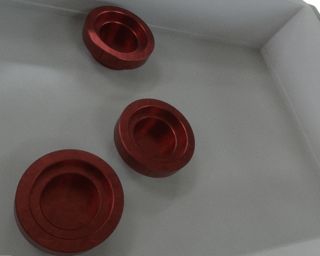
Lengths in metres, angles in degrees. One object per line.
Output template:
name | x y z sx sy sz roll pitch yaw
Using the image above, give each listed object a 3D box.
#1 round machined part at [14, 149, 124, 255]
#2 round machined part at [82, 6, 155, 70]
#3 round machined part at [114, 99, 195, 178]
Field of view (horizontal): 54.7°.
round machined part | -0.089 0.074 0.303 0.099 0.042 0.098 14 56 -21
round machined part | -0.061 -0.121 0.437 0.099 0.042 0.098 14 56 -21
round machined part | -0.010 0.016 0.381 0.099 0.042 0.098 14 56 -21
